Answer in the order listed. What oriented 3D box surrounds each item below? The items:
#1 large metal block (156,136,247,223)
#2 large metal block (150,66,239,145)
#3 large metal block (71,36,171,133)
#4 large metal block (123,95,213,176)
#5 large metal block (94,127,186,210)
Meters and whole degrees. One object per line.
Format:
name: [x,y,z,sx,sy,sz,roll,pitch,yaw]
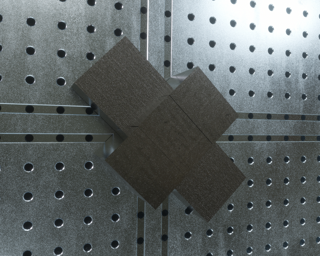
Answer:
large metal block: [0.054,0.065,0.421,0.080,0.050,0.080,-45,105,-14]
large metal block: [0.040,-0.026,0.400,0.050,0.080,0.080,-46,105,-14]
large metal block: [-0.048,-0.050,0.379,0.080,0.050,0.080,-47,105,-13]
large metal block: [0.005,0.009,0.387,0.050,0.080,0.080,-46,105,-14]
large metal block: [-0.028,0.044,0.374,0.050,0.080,0.080,-46,105,-14]
